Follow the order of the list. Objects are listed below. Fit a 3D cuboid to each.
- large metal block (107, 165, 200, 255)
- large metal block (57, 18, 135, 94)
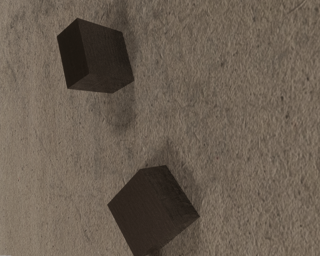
[{"bbox_3d":[-0.011,0.105,0.396,0.080,0.050,0.080,-49,61,28],"label":"large metal block"},{"bbox_3d":[-0.091,-0.099,0.442,0.050,0.081,0.080,-23,76,37],"label":"large metal block"}]
